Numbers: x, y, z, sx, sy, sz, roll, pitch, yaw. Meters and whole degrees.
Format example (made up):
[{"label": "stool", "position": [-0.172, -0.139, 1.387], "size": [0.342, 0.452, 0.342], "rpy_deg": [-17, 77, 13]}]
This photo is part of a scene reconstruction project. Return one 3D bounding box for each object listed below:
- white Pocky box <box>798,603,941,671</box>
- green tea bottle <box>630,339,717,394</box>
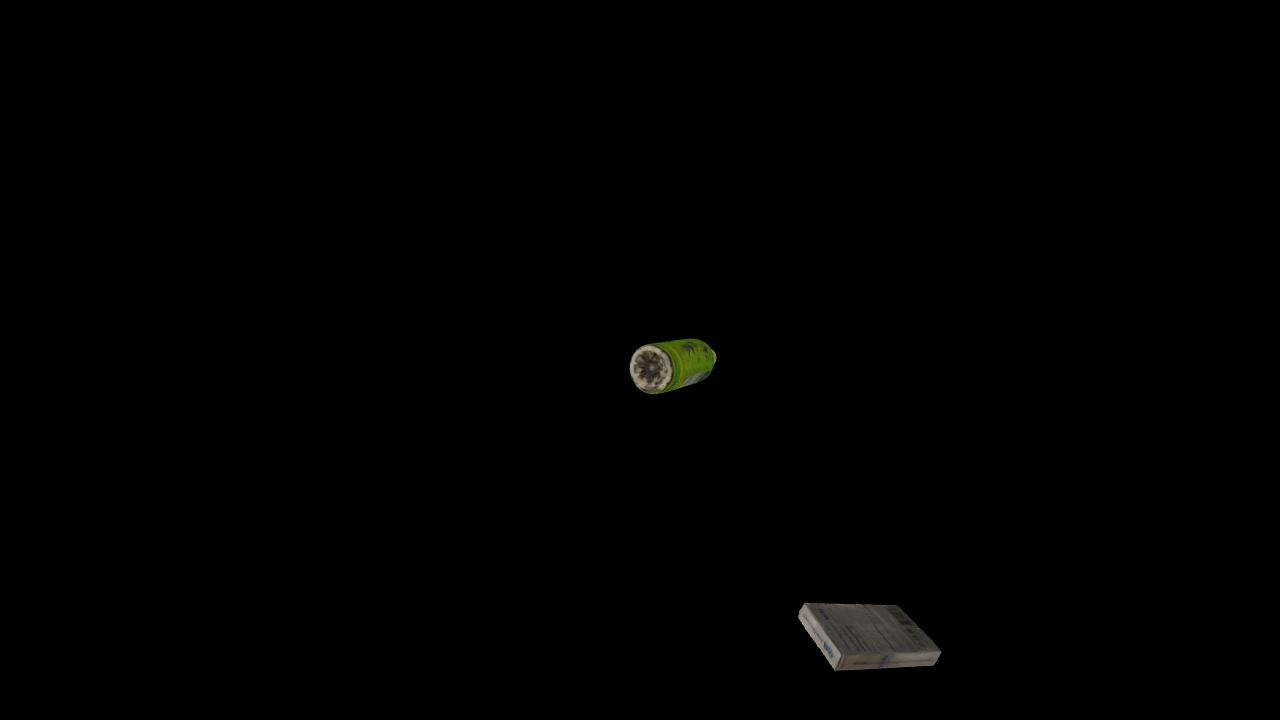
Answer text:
[{"label": "white Pocky box", "position": [0.279, 0.335, 0.749], "size": [0.154, 0.028, 0.084], "rpy_deg": [10, 18, -22]}, {"label": "green tea bottle", "position": [0.062, 0.005, 0.910], "size": [0.073, 0.073, 0.212], "rpy_deg": [0, 3, 27]}]
